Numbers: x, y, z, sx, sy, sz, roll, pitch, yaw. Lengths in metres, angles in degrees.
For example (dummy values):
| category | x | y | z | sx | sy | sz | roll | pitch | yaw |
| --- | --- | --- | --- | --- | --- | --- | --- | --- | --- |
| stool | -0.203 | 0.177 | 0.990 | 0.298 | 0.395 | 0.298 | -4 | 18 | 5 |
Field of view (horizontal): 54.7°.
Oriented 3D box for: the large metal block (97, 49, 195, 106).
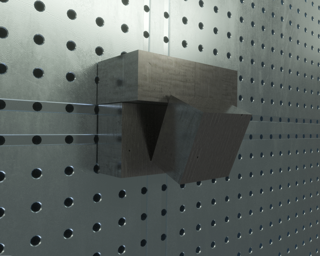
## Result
| category | x | y | z | sx | sy | sz | roll | pitch | yaw |
| --- | --- | --- | --- | --- | --- | --- | --- | --- | --- |
| large metal block | -0.017 | -0.052 | 0.360 | 0.081 | 0.080 | 0.050 | 1 | 90 | -40 |

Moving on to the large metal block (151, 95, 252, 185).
| category | x | y | z | sx | sy | sz | roll | pitch | yaw |
| --- | --- | --- | --- | --- | --- | --- | --- | --- | --- |
| large metal block | 0.046 | 0.011 | 0.347 | 0.081 | 0.050 | 0.079 | 0 | 114 | -40 |

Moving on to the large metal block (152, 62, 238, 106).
| category | x | y | z | sx | sy | sz | roll | pitch | yaw |
| --- | --- | --- | --- | --- | --- | --- | --- | --- | --- |
| large metal block | 0.045 | -0.051 | 0.412 | 0.081 | 0.080 | 0.050 | 1 | 90 | -40 |

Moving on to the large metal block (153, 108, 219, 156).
| category | x | y | z | sx | sy | sz | roll | pitch | yaw |
| --- | --- | --- | --- | --- | --- | --- | --- | --- | --- |
| large metal block | 0.037 | 0.014 | 0.423 | 0.081 | 0.050 | 0.079 | 1 | 90 | -40 |

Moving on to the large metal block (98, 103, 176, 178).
| category | x | y | z | sx | sy | sz | roll | pitch | yaw |
| --- | --- | --- | --- | --- | --- | --- | --- | --- | --- |
| large metal block | -0.026 | 0.013 | 0.371 | 0.081 | 0.050 | 0.079 | 1 | 90 | -40 |
